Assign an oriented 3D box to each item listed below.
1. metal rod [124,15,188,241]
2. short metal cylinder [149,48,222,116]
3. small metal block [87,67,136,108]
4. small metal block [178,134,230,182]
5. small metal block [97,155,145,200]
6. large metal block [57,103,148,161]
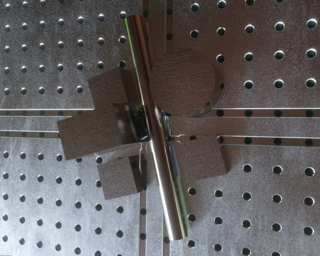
[{"bbox_3d":[-0.006,-0.004,0.413,0.025,0.025,0.298,-13,86,19],"label":"metal rod"},{"bbox_3d":[0.033,-0.054,0.387,0.080,0.050,0.079,0,90,19],"label":"short metal cylinder"},{"bbox_3d":[-0.068,-0.052,0.435,0.050,0.025,0.050,-18,84,18],"label":"small metal block"},{"bbox_3d":[0.055,0.038,0.392,0.050,0.025,0.050,-15,85,19],"label":"small metal block"},{"bbox_3d":[-0.054,0.069,0.431,0.050,0.025,0.050,-16,85,19],"label":"small metal block"},{"bbox_3d":[-0.072,0.005,0.406,0.080,0.080,0.050,-16,85,19],"label":"large metal block"}]
